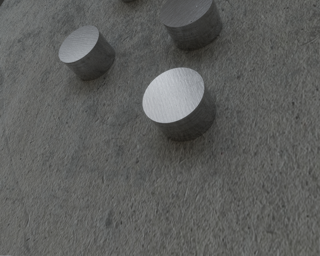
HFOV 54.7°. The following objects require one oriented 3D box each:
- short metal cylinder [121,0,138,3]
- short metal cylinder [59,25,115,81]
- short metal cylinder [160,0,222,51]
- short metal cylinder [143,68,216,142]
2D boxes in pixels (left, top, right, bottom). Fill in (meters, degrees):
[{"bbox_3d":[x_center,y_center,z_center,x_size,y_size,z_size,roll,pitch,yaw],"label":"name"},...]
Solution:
[{"bbox_3d":[-0.056,-0.290,0.596,0.080,0.050,0.080,-13,56,21],"label":"short metal cylinder"},{"bbox_3d":[-0.125,-0.128,0.532,0.080,0.050,0.080,-13,56,21],"label":"short metal cylinder"},{"bbox_3d":[0.047,-0.163,0.463,0.080,0.050,0.080,-13,56,21],"label":"short metal cylinder"},{"bbox_3d":[0.025,-0.029,0.393,0.080,0.050,0.080,-13,56,21],"label":"short metal cylinder"}]
